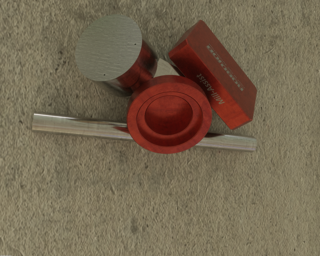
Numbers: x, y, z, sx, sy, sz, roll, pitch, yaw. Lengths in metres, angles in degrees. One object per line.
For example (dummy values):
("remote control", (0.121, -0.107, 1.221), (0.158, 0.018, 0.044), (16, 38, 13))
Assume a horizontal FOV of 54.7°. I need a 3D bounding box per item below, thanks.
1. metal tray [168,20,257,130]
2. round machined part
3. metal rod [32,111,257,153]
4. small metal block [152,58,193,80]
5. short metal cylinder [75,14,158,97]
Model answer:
("metal tray", (0.075, -0.071, 0.408), (0.130, 0.030, 0.090), (47, 37, -14))
("round machined part", (0.010, -0.019, 0.372), (0.099, 0.042, 0.097), (-3, 124, -4))
("metal rod", (-0.005, 0.008, 0.409), (0.302, 0.025, 0.025), (6, 88, -20))
("small metal block", (0.008, -0.062, 0.398), (0.050, 0.050, 0.025), (25, 82, -19))
("short metal cylinder", (-0.049, -0.082, 0.358), (0.080, 0.050, 0.080), (-5, 74, 18))
